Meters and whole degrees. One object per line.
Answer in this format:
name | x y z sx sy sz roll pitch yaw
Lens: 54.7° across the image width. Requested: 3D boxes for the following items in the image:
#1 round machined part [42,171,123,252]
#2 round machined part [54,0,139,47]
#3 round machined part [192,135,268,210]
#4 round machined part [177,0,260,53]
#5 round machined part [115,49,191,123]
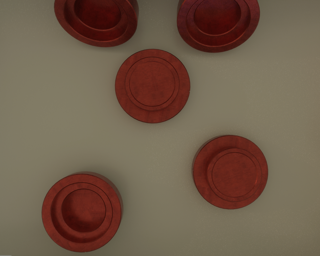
round machined part | -0.097 0.105 0.402 0.099 0.042 0.097 0 90 0
round machined part | -0.075 -0.149 0.381 0.099 0.098 0.042 4 61 0
round machined part | 0.092 0.058 0.403 0.099 0.042 0.097 0 90 0
round machined part | 0.070 -0.145 0.385 0.099 0.097 0.042 3 54 0
round machined part | -0.009 -0.055 0.403 0.099 0.042 0.097 0 90 0
